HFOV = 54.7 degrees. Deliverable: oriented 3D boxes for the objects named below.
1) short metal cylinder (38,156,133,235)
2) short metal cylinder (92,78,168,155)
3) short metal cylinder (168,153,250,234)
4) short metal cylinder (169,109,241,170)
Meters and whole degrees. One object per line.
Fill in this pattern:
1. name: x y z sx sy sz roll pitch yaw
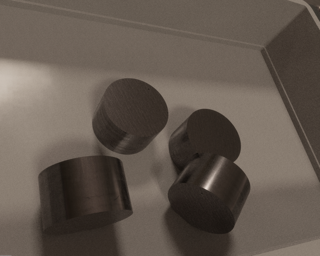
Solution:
1. short metal cylinder: -0.070 0.065 0.294 0.081 0.080 0.050 -1 63 -29
2. short metal cylinder: -0.037 -0.014 0.379 0.081 0.050 0.080 14 56 -21
3. short metal cylinder: 0.056 0.075 0.357 0.080 0.080 0.050 41 51 -1
4. short metal cylinder: 0.059 0.021 0.410 0.081 0.050 0.080 14 56 -21
